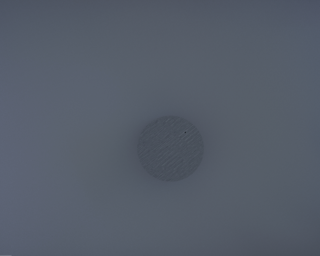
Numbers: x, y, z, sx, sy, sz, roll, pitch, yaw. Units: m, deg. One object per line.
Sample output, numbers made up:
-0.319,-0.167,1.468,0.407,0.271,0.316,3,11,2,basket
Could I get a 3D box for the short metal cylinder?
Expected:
0.013,0.025,0.399,0.080,0.050,0.080,0,90,0,short metal cylinder
